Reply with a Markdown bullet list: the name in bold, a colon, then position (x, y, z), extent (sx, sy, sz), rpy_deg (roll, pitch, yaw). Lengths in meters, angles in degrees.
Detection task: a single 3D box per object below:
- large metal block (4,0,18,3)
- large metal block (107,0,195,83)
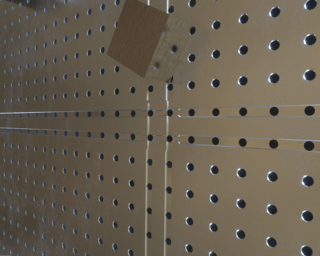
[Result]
- **large metal block**: position (-0.327, -0.312, 0.646), extent (0.080, 0.081, 0.050), rpy_deg (-11, 83, 39)
- **large metal block**: position (-0.015, -0.115, 0.406), extent (0.080, 0.050, 0.080), rpy_deg (37, 113, 34)
